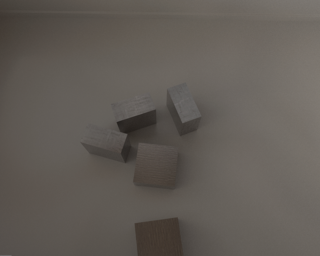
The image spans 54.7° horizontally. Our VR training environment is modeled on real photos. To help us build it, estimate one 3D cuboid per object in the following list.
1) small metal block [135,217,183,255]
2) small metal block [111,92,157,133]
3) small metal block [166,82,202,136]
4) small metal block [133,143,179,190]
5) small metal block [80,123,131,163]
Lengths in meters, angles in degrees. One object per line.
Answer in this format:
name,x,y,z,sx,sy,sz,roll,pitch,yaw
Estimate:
small metal block,-0.001,0.134,0.361,0.050,0.025,0.050,-7,70,-3
small metal block,-0.033,-0.018,0.402,0.050,0.050,0.025,-18,71,-7
small metal block,0.030,-0.023,0.405,0.025,0.050,0.050,-20,71,-7
small metal block,-0.005,0.049,0.392,0.050,0.025,0.050,6,70,2
small metal block,-0.066,0.020,0.388,0.050,0.050,0.025,15,71,5
